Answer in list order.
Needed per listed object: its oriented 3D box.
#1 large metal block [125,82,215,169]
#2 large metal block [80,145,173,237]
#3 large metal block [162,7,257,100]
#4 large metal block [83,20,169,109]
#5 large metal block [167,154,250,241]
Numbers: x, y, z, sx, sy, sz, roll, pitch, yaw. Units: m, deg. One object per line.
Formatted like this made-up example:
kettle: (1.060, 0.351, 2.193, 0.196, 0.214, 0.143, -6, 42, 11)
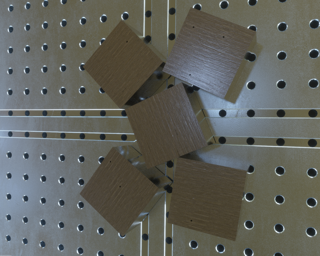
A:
large metal block: (0.014, -0.002, 0.394, 0.080, 0.050, 0.080, -24, 82, 18)
large metal block: (-0.045, 0.080, 0.414, 0.080, 0.050, 0.080, 40, 102, 16)
large metal block: (0.061, -0.087, 0.377, 0.080, 0.050, 0.080, 27, 99, 15)
large metal block: (-0.040, -0.080, 0.414, 0.080, 0.050, 0.080, -46, 75, 15)
large metal block: (0.060, 0.080, 0.378, 0.080, 0.050, 0.080, 10, 93, 19)
